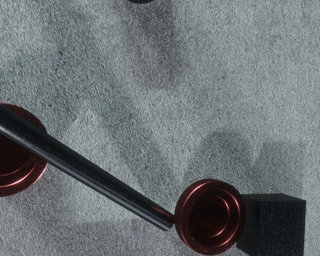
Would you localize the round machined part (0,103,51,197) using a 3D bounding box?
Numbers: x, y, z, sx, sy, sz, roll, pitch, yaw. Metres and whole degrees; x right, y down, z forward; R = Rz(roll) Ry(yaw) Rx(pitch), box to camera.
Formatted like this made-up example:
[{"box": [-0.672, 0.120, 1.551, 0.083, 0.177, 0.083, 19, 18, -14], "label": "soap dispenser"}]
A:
[{"box": [-0.172, 0.023, 0.337, 0.099, 0.042, 0.097, 0, 90, -20], "label": "round machined part"}]

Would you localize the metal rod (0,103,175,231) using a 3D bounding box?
[{"box": [-0.090, 0.043, 0.339, 0.301, 0.025, 0.025, 40, 77, -30], "label": "metal rod"}]

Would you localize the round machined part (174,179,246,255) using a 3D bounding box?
[{"box": [0.064, 0.118, 0.424, 0.099, 0.042, 0.097, 0, 90, -20], "label": "round machined part"}]

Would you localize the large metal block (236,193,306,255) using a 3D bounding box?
[{"box": [0.163, 0.142, 0.456, 0.081, 0.050, 0.080, 4, 89, -20], "label": "large metal block"}]

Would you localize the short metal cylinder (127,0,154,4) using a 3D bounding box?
[{"box": [-0.022, -0.205, 0.387, 0.081, 0.050, 0.079, 0, 90, -20], "label": "short metal cylinder"}]
